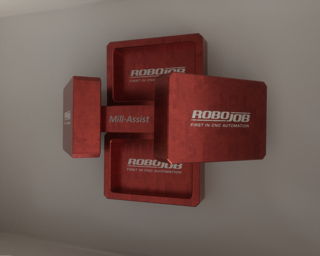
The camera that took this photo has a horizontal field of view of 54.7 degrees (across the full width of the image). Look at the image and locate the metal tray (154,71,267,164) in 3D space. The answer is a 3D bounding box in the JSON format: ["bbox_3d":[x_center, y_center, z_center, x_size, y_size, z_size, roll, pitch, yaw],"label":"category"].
[{"bbox_3d":[0.059,-0.009,0.339,0.030,0.131,0.089,1,90,62],"label":"metal tray"}]

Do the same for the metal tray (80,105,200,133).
[{"bbox_3d":[-0.019,-0.010,0.381,0.130,0.090,0.030,1,90,19],"label":"metal tray"}]

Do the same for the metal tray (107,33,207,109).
[{"bbox_3d":[-0.005,-0.070,0.408,0.130,0.030,0.089,0,90,19],"label":"metal tray"}]

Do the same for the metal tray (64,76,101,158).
[{"bbox_3d":[-0.103,-0.012,0.396,0.030,0.130,0.089,1,90,-22],"label":"metal tray"}]

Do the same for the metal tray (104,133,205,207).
[{"bbox_3d":[-0.009,0.050,0.407,0.130,0.030,0.089,1,90,19],"label":"metal tray"}]
